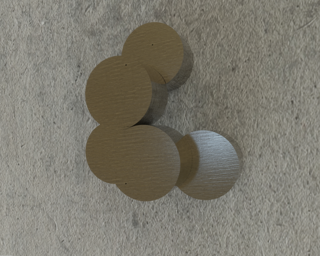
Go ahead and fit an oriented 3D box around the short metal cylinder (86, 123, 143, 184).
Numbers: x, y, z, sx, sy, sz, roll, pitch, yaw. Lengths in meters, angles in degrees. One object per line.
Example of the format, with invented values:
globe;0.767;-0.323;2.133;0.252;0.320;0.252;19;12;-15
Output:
short metal cylinder;-0.051;0.031;0.415;0.080;0.050;0.080;0;90;20

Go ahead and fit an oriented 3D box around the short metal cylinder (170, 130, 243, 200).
short metal cylinder;0.058;0.042;0.376;0.080;0.050;0.080;0;90;20

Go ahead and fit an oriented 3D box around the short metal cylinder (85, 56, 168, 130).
short metal cylinder;-0.037;-0.038;0.356;0.080;0.050;0.080;0;90;20

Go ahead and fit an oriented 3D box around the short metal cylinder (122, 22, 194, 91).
short metal cylinder;-0.002;-0.088;0.398;0.080;0.050;0.080;0;90;20

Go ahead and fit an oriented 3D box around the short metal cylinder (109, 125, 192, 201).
short metal cylinder;-0.009;0.036;0.346;0.080;0.050;0.080;0;90;19
